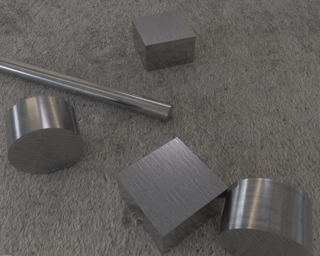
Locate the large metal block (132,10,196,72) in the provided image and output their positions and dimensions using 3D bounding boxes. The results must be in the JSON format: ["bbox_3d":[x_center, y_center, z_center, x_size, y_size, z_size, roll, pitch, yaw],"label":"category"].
[{"bbox_3d":[0.004,-0.144,0.508,0.081,0.050,0.080,-14,52,-12],"label":"large metal block"}]

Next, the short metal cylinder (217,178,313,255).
[{"bbox_3d":[0.099,0.091,0.292,0.080,0.080,0.050,14,52,11],"label":"short metal cylinder"}]

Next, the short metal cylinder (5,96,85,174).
[{"bbox_3d":[-0.133,0.010,0.359,0.081,0.080,0.050,-16,52,-13],"label":"short metal cylinder"}]

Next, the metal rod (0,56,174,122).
[{"bbox_3d":[-0.126,-0.063,0.454,0.301,0.025,0.025,17,52,13],"label":"metal rod"}]

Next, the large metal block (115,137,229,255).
[{"bbox_3d":[0.011,0.069,0.328,0.081,0.050,0.080,-30,56,-22],"label":"large metal block"}]
